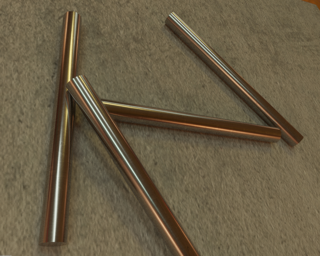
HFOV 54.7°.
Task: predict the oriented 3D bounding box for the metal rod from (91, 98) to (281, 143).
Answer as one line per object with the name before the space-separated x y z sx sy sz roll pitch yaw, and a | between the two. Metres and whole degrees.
metal rod | 0.050 -0.007 0.436 0.302 0.025 0.025 8 58 -25

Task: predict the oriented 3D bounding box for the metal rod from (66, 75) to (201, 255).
metal rod | -0.014 0.071 0.338 0.025 0.025 0.299 -29 83 -38

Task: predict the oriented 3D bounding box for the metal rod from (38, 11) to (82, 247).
metal rod | -0.110 -0.023 0.358 0.025 0.025 0.299 9 58 -24

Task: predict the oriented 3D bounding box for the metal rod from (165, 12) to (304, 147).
metal rod | 0.123 -0.083 0.523 0.300 0.025 0.025 45 51 3
